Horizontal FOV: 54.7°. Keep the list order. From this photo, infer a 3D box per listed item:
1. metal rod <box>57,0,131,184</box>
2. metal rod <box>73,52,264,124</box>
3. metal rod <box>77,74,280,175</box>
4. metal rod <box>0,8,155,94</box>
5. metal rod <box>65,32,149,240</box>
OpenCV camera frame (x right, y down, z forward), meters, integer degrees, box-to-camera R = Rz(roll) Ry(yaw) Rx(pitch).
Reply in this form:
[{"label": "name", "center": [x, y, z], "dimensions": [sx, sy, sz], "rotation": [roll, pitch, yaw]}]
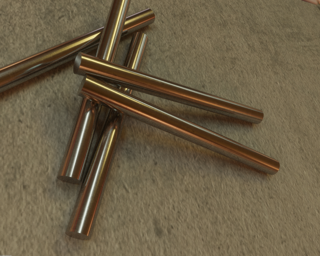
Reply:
[{"label": "metal rod", "center": [-0.073, -0.077, 0.391], "dimensions": [0.025, 0.025, 0.299], "rotation": [19, 61, -18]}, {"label": "metal rod", "center": [0.034, -0.045, 0.422], "dimensions": [0.302, 0.025, 0.025], "rotation": [12, 56, -32]}, {"label": "metal rod", "center": [0.042, 0.006, 0.399], "dimensions": [0.302, 0.025, 0.025], "rotation": [23, 53, -25]}, {"label": "metal rod", "center": [-0.108, -0.108, 0.412], "dimensions": [0.025, 0.025, 0.302], "rotation": [47, 51, 4]}, {"label": "metal rod", "center": [-0.054, -0.016, 0.385], "dimensions": [0.025, 0.025, 0.300], "rotation": [23, 53, -15]}]
